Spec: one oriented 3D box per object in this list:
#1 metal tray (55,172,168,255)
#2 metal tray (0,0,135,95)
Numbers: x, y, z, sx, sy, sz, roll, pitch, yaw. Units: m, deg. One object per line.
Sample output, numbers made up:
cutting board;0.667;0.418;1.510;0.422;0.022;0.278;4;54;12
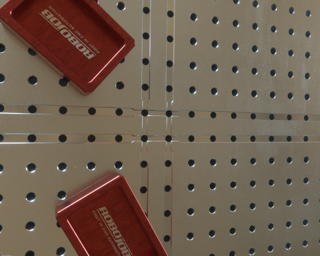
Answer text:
metal tray;-0.059;0.133;0.388;0.090;0.030;0.130;-30;100;-18
metal tray;-0.107;-0.114;0.370;0.130;0.030;0.090;42;77;-15
